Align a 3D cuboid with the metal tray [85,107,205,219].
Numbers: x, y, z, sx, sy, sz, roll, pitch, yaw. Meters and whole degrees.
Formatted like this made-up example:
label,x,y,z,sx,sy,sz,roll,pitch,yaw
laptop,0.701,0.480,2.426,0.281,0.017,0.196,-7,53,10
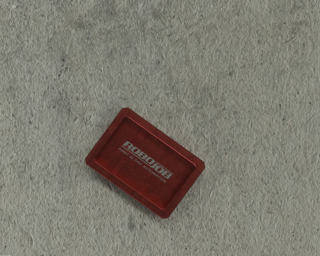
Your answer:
label,x,y,z,sx,sy,sz,roll,pitch,yaw
metal tray,-0.019,0.045,0.408,0.130,0.030,0.090,36,90,-1
